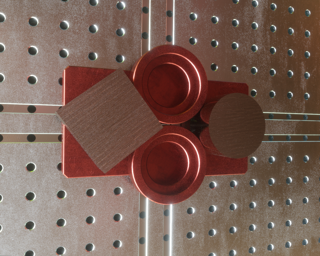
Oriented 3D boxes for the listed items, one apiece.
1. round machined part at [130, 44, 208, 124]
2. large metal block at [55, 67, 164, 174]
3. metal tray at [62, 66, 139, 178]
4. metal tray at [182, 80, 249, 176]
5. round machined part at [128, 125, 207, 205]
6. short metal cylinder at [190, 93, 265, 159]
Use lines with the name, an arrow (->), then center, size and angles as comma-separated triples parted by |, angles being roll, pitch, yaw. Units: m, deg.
round machined part -> 0.008, -0.053, 0.397 | 0.099, 0.042, 0.097 | 0, 90, -20
large metal block -> -0.057, -0.009, 0.346 | 0.080, 0.050, 0.080 | -38, 103, -16
metal tray -> -0.073, -0.007, 0.383 | 0.091, 0.030, 0.129 | 1, 90, -21
metal tray -> 0.078, 0.000, 0.436 | 0.091, 0.030, 0.129 | 1, 90, -20
round machined part -> 0.006, 0.045, 0.396 | 0.099, 0.042, 0.097 | 0, 90, -20
short metal cylinder -> 0.086, -0.003, 0.398 | 0.081, 0.050, 0.079 | 0, 90, -20
